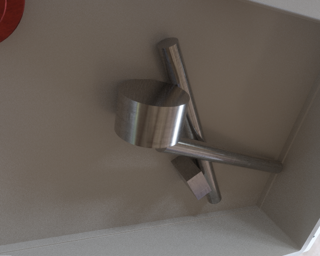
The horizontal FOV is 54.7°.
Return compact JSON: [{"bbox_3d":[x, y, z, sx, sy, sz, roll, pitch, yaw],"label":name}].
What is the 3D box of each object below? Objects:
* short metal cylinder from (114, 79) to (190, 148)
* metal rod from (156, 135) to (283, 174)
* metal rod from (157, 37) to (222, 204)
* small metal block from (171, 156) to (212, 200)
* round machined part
[{"bbox_3d":[-0.010,-0.019,0.357,0.081,0.080,0.050,-4,121,-27],"label":"short metal cylinder"},{"bbox_3d":[0.109,0.045,0.473,0.302,0.025,0.025,15,111,-43],"label":"metal rod"},{"bbox_3d":[0.052,0.012,0.446,0.025,0.025,0.299,-29,129,-10],"label":"metal rod"},{"bbox_3d":[0.047,0.072,0.465,0.025,0.050,0.050,-35,129,-6],"label":"small metal block"},{"bbox_3d":[-0.160,-0.108,0.243,0.099,0.042,0.097,-14,125,-21],"label":"round machined part"}]
